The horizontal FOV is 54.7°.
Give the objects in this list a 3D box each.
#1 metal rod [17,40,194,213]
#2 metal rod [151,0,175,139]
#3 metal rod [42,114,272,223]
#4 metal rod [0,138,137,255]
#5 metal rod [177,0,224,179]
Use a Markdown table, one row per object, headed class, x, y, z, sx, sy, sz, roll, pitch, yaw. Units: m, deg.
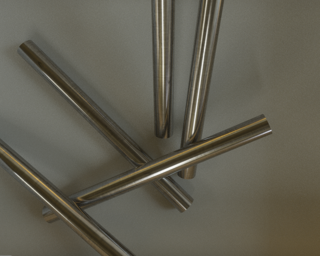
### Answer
| class | x | y | z | sx | sy | sz | roll | pitch | yaw |
| --- | --- | --- | --- | --- | --- | --- | --- | --- | --- |
| metal rod | -0.071 | -0.002 | 0.410 | 0.300 | 0.025 | 0.025 | 44 | 90 | 0 |
| metal rod | 0.004 | -0.118 | 0.332 | 0.025 | 0.025 | 0.298 | -1 | 123 | 0 |
| metal rod | -0.013 | 0.055 | 0.381 | 0.301 | 0.025 | 0.025 | -24 | 90 | 11 |
| metal rod | -0.140 | 0.080 | 0.383 | 0.300 | 0.025 | 0.025 | 37 | 90 | 10 |
| metal rod | 0.047 | -0.071 | 0.347 | 0.025 | 0.025 | 0.298 | 5 | 117 | 0 |
